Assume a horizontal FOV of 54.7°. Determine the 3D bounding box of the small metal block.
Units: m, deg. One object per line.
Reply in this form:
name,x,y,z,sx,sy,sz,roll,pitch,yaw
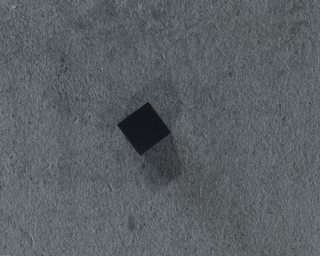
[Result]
small metal block,-0.020,0.001,0.411,0.050,0.025,0.050,-37,90,0
